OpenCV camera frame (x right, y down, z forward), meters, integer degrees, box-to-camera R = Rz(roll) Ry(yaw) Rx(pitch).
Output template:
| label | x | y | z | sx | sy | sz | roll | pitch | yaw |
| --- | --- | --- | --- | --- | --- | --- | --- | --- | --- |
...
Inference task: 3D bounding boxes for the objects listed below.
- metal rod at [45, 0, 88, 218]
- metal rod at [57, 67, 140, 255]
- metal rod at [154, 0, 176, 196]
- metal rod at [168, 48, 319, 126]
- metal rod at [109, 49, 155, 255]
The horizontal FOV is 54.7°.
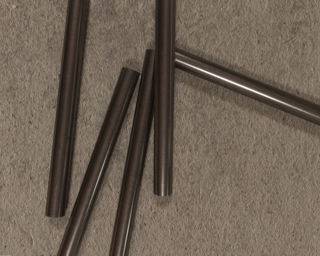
| label | x | y | z | sx | sy | sz | roll | pitch | yaw |
| --- | --- | --- | --- | --- | --- | --- | --- | --- | --- |
| metal rod | -0.122 | -0.034 | 0.408 | 0.025 | 0.025 | 0.298 | 6 | 90 | -1 |
| metal rod | -0.087 | 0.065 | 0.408 | 0.025 | 0.025 | 0.298 | 19 | 90 | -1 |
| metal rod | 0.006 | -0.062 | 0.391 | 0.025 | 0.025 | 0.298 | 1 | 97 | -1 |
| metal rod | 0.154 | -0.040 | 0.412 | 0.301 | 0.025 | 0.025 | 22 | 90 | -1 |
| metal rod | -0.033 | 0.046 | 0.409 | 0.025 | 0.025 | 0.298 | 10 | 90 | -1 |
